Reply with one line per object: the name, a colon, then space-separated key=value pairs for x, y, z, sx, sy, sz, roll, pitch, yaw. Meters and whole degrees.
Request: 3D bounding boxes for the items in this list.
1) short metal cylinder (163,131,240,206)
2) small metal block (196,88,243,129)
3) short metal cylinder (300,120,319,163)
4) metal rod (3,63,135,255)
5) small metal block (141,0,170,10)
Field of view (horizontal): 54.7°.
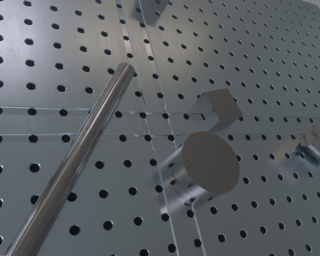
short metal cylinder: x=0.051 y=0.051 z=0.388 sx=0.081 sy=0.050 sz=0.080 roll=14 pitch=56 yaw=-21
small metal block: x=0.091 y=-0.031 z=0.476 sx=0.050 sy=0.025 sz=0.050 roll=-13 pitch=69 yaw=-34
short metal cylinder: x=0.284 y=0.019 z=0.514 sx=0.050 sy=0.080 sz=0.080 roll=44 pitch=51 yaw=2
metal rod: x=-0.090 y=0.030 z=0.340 sx=0.025 sy=0.025 sz=0.300 roll=29 pitch=52 yaw=-10
small metal block: x=-0.004 y=-0.241 z=0.537 sx=0.050 sy=0.050 sz=0.025 roll=15 pitch=56 yaw=-20
